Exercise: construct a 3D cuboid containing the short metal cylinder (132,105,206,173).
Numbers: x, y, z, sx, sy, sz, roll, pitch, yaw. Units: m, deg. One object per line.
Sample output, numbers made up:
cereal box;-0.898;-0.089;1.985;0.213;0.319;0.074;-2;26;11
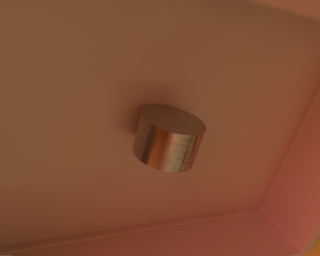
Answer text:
short metal cylinder;0.010;0.011;0.381;0.081;0.080;0.050;2;118;-29
